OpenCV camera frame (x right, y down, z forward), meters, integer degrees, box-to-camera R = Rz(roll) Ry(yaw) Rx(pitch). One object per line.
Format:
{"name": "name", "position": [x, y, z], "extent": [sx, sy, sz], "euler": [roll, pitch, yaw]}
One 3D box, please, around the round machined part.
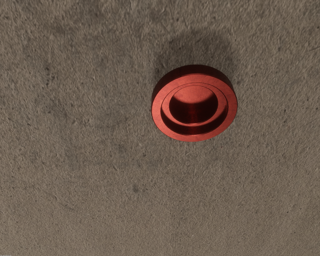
{"name": "round machined part", "position": [0.039, -0.033, 0.369], "extent": [0.099, 0.042, 0.097], "euler": [-1, 130, 0]}
